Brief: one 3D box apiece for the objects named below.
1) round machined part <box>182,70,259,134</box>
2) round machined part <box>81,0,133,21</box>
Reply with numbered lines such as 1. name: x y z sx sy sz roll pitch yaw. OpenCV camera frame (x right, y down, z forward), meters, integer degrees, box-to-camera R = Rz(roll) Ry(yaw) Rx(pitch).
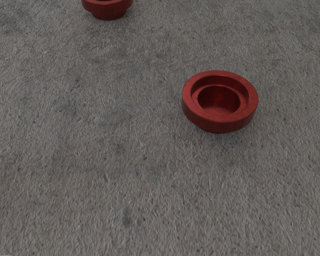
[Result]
1. round machined part: 0.078 -0.031 0.418 0.099 0.042 0.098 0 50 0
2. round machined part: -0.101 -0.243 0.596 0.099 0.042 0.098 0 50 0
